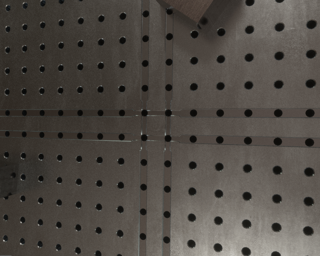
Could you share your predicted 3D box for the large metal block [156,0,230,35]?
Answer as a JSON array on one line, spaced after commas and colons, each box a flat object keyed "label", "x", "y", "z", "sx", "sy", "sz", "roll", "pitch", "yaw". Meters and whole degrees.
[{"label": "large metal block", "x": 0.044, "y": -0.177, "z": 0.383, "sx": 0.080, "sy": 0.050, "sz": 0.080, "roll": 39, "pitch": 102, "yaw": 15}]

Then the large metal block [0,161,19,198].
[{"label": "large metal block", "x": -0.284, "y": 0.079, "z": 0.481, "sx": 0.080, "sy": 0.080, "sz": 0.050, "roll": 7, "pitch": 93, "yaw": 19}]
